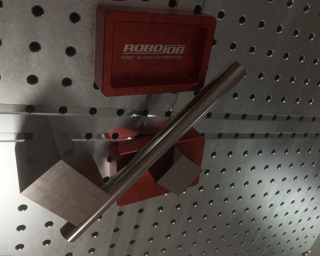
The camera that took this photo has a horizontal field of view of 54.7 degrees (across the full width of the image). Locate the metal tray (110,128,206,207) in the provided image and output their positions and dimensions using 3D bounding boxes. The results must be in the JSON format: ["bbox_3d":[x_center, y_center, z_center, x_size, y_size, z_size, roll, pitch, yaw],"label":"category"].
[{"bbox_3d":[-0.003,0.054,0.441,0.131,0.030,0.089,-11,123,-23],"label":"metal tray"}]

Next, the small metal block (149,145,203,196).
[{"bbox_3d":[0.022,0.059,0.422,0.050,0.025,0.050,-47,130,4],"label":"small metal block"}]

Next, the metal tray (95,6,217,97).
[{"bbox_3d":[-0.005,-0.086,0.353,0.131,0.030,0.089,-7,122,-26],"label":"metal tray"}]

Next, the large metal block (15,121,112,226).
[{"bbox_3d":[-0.110,0.050,0.348,0.050,0.080,0.080,-41,130,-1],"label":"large metal block"}]

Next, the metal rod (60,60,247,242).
[{"bbox_3d":[-0.010,0.030,0.386,0.300,0.025,0.025,-44,130,2],"label":"metal rod"}]
